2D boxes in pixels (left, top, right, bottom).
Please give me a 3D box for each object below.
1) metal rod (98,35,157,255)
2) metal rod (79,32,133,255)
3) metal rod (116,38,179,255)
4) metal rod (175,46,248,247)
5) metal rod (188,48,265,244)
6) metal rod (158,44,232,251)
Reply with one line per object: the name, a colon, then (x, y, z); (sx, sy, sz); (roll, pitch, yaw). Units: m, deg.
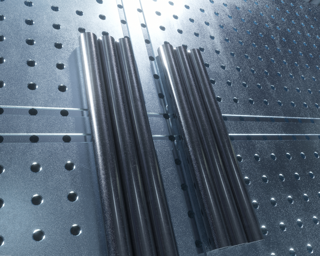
metal rod: (-0.045, 0.009, 0.377); (0.025, 0.025, 0.299); (1, 61, -28)
metal rod: (-0.068, 0.008, 0.366); (0.025, 0.025, 0.299); (1, 61, -28)
metal rod: (-0.023, 0.009, 0.389); (0.025, 0.025, 0.299); (1, 61, -28)
metal rod: (0.062, 0.009, 0.435); (0.025, 0.025, 0.299); (1, 61, -28)
metal rod: (0.086, 0.009, 0.447); (0.025, 0.025, 0.299); (1, 61, -28)
metal rod: (0.040, 0.008, 0.423); (0.025, 0.025, 0.299); (1, 61, -28)
